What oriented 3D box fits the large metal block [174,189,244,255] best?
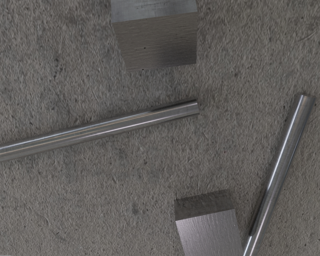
[{"bbox_3d":[0.069,0.144,0.450,0.080,0.050,0.080,-13,110,4],"label":"large metal block"}]

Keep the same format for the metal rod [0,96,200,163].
[{"bbox_3d":[-0.098,0.006,0.411,0.301,0.025,0.025,-13,110,4],"label":"metal rod"}]

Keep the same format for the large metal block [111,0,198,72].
[{"bbox_3d":[-0.004,-0.109,0.334,0.080,0.050,0.080,-7,155,2],"label":"large metal block"}]

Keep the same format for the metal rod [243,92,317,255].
[{"bbox_3d":[0.159,0.095,0.446,0.025,0.025,0.298,10,110,-4],"label":"metal rod"}]
